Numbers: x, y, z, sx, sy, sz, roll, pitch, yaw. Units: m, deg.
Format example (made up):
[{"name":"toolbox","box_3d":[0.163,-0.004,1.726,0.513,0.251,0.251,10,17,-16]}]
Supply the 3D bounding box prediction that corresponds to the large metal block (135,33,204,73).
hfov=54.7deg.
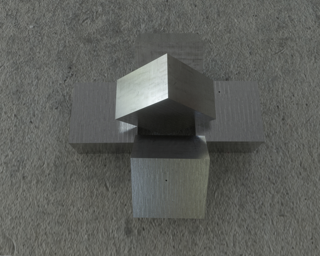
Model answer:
[{"name":"large metal block","box_3d":[0.011,-0.094,0.408,0.081,0.080,0.050,0,114,0]}]

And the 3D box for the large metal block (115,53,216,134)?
[{"name":"large metal block","box_3d":[0.007,-0.033,0.357,0.080,0.080,0.050,-19,64,40]}]

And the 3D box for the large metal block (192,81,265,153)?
[{"name":"large metal block","box_3d":[0.082,-0.013,0.399,0.081,0.050,0.080,0,70,-1]}]

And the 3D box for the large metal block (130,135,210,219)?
[{"name":"large metal block","box_3d":[0.011,0.055,0.354,0.081,0.079,0.050,1,27,1]}]

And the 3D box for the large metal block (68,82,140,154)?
[{"name":"large metal block","box_3d":[-0.067,-0.012,0.399,0.081,0.050,0.080,0,70,-1]}]
